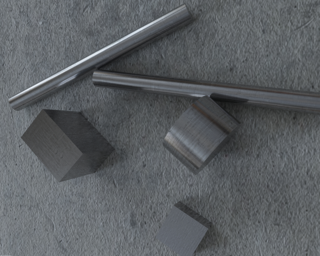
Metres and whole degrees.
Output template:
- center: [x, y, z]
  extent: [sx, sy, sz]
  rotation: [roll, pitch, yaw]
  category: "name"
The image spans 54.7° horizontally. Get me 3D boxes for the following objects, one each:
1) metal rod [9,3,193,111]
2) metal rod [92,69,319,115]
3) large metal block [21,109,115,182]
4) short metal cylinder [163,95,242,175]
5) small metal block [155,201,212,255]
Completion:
- center: [-0.095, -0.093, 0.441]
  extent: [0.300, 0.025, 0.025]
  rotation: [-23, 83, 18]
  category: "metal rod"
- center: [0.052, -0.048, 0.390]
  extent: [0.301, 0.025, 0.025]
  rotation: [9, 93, 19]
  category: "metal rod"
- center: [-0.122, 0.021, 0.421]
  extent: [0.080, 0.080, 0.050]
  rotation: [45, 104, 14]
  category: "large metal block"
- center: [0.049, 0.009, 0.362]
  extent: [0.050, 0.080, 0.080]
  rotation: [42, 103, 15]
  category: "short metal cylinder"
- center: [0.031, 0.131, 0.398]
  extent: [0.050, 0.025, 0.050]
  rotation: [31, 100, 17]
  category: "small metal block"
